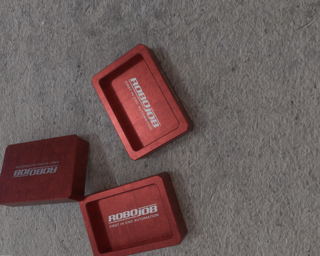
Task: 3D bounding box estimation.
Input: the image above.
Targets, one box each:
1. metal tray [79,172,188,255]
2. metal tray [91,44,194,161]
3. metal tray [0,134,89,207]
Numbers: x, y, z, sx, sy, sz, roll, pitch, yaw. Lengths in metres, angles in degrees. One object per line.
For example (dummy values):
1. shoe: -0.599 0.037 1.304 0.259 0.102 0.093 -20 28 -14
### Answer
1. metal tray: -0.038 0.120 0.419 0.130 0.030 0.090 -19 84 18
2. metal tray: -0.024 -0.033 0.414 0.090 0.030 0.130 -31 80 17
3. metal tray: -0.170 0.063 0.450 0.130 0.030 0.090 -9 65 19
